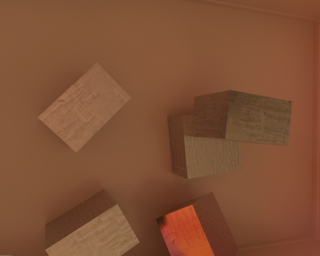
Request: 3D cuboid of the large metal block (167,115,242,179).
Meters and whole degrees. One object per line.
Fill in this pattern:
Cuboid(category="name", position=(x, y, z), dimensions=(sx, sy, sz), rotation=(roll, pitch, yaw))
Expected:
Cuboid(category="large metal block", position=(0.060, 0.020, 0.421), dimensions=(0.081, 0.050, 0.079), rotation=(-6, 92, -20))

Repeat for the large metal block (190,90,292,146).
Cuboid(category="large metal block", position=(0.092, -0.010, 0.364), dimensions=(0.081, 0.080, 0.050), rotation=(7, 88, -20))

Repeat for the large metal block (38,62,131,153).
Cuboid(category="large metal block", position=(-0.088, -0.022, 0.349), dimensions=(0.050, 0.080, 0.080), rotation=(46, 76, -15))

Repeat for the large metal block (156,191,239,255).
Cuboid(category="large metal block", position=(0.049, 0.132, 0.383), dimensions=(0.050, 0.080, 0.080), rotation=(-28, 78, 23))

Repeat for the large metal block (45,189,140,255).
Cuboid(category="large metal block", position=(-0.080, 0.120, 0.353), dimensions=(0.080, 0.080, 0.050), rotation=(-30, 100, -18))
